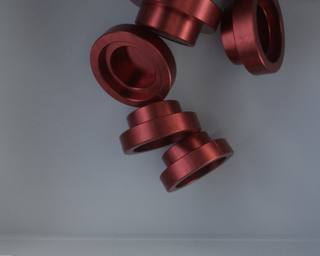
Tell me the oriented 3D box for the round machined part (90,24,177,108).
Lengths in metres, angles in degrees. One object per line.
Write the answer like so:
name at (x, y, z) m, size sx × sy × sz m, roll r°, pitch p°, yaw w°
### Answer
round machined part at (-0.027, -0.075, 0.360) m, size 0.098 × 0.042 × 0.097 m, roll 14°, pitch 135°, yaw 15°

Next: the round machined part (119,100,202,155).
round machined part at (-0.002, -0.002, 0.379) m, size 0.098 × 0.098 × 0.042 m, roll -19°, pitch 79°, yaw 6°

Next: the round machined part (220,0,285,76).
round machined part at (0.102, -0.107, 0.345) m, size 0.042 × 0.099 × 0.097 m, roll -3°, pitch 115°, yaw 39°

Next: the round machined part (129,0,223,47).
round machined part at (0.012, -0.118, 0.327) m, size 0.099 × 0.098 × 0.042 m, roll 20°, pitch 101°, yaw -8°

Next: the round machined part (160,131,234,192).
round machined part at (0.042, 0.039, 0.398) m, size 0.098 × 0.098 × 0.042 m, roll -35°, pitch 71°, yaw 12°
